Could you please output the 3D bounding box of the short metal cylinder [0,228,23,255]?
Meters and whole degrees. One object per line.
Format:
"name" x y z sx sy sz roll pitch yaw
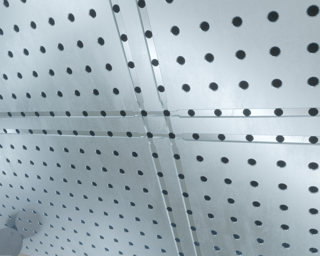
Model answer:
"short metal cylinder" -0.389 0.289 0.760 0.050 0.080 0.080 -23 106 36
